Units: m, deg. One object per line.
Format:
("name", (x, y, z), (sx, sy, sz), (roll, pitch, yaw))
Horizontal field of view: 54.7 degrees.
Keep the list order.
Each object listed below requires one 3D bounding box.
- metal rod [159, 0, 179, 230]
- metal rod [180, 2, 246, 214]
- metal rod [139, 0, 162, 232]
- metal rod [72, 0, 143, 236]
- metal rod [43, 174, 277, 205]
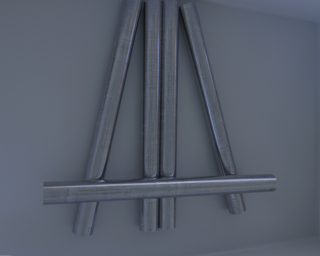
("metal rod", (0.011, -0.018, 0.413), (0.025, 0.025, 0.298), (1, 90, -20))
("metal rod", (0.075, -0.023, 0.437), (0.025, 0.025, 0.298), (-17, 96, -19))
("metal rod", (-0.012, -0.017, 0.405), (0.025, 0.025, 0.298), (1, 90, -20))
("metal rod", (-0.064, -0.019, 0.386), (0.025, 0.025, 0.298), (13, 86, -20))
("metal rod", (0.016, 0.074, 0.387), (0.302, 0.025, 0.025), (1, 90, -20))
